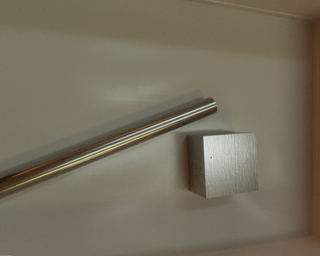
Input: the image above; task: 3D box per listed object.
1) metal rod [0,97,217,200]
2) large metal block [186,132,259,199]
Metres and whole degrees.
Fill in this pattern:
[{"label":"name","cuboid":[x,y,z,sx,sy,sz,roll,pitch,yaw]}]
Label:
[{"label":"metal rod","cuboid":[-0.059,0.020,0.389,0.302,0.025,0.025,-21,98,-19]},{"label":"large metal block","cuboid":[0.086,0.048,0.431,0.081,0.050,0.079,-3,91,-20]}]
